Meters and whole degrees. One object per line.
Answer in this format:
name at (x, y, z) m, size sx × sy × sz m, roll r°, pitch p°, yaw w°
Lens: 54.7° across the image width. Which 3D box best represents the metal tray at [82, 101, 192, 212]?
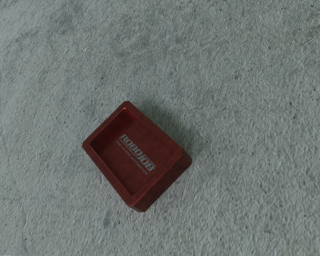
metal tray at (-0.034, 0.031, 0.399) m, size 0.090 × 0.030 × 0.130 m, roll -45°, pitch 51°, yaw -4°
